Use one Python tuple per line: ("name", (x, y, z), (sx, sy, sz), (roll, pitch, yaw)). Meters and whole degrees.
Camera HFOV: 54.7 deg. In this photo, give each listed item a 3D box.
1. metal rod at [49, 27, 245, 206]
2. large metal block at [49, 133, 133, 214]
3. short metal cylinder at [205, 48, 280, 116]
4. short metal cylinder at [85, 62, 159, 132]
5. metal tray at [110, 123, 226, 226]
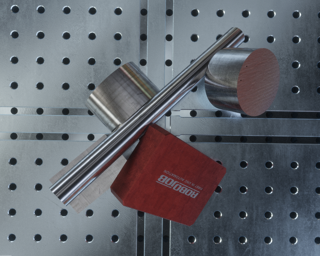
("metal rod", (0.001, -0.028, 0.360), (0.025, 0.025, 0.301), (47, 68, 0))
("large metal block", (-0.076, 0.051, 0.384), (0.080, 0.080, 0.050), (-39, 90, 0))
("short metal cylinder", (0.102, -0.058, 0.382), (0.081, 0.050, 0.079), (-11, 109, -35))
("short metal cylinder", (-0.045, -0.036, 0.385), (0.080, 0.080, 0.050), (-43, 91, 0))
("metal tray", (0.016, 0.061, 0.371), (0.130, 0.030, 0.090), (32, 90, -42))
